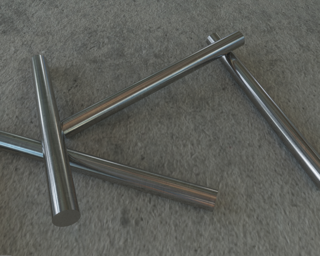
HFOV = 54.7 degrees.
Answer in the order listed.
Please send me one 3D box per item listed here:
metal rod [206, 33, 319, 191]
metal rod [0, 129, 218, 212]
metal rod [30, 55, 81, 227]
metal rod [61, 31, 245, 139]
[{"bbox_3d":[0.142,-0.044,0.441,0.025,0.025,0.299,-15,52,-13],"label":"metal rod"},{"bbox_3d":[-0.083,0.044,0.365,0.301,0.025,0.025,14,51,11],"label":"metal rod"},{"bbox_3d":[-0.138,-0.011,0.384,0.025,0.025,0.300,-16,44,-14],"label":"metal rod"},{"bbox_3d":[-0.001,-0.069,0.442,0.302,0.025,0.025,-30,56,-17],"label":"metal rod"}]
